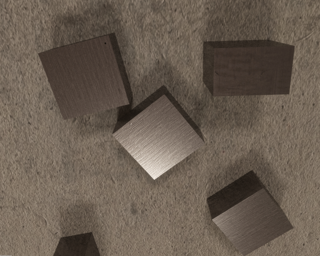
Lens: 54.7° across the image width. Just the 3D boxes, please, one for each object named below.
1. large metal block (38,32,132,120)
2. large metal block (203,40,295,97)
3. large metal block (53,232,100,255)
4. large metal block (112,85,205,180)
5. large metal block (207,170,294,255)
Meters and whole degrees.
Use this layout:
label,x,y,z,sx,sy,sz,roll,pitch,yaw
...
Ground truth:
label,x,y,z,sx,sy,sz,roll,pitch,yaw
large metal block,-0.084,-0.063,0.372,0.080,0.050,0.080,-13,110,4
large metal block,0.095,-0.072,0.356,0.081,0.080,0.050,-2,110,0
large metal block,-0.122,0.217,0.459,0.050,0.080,0.079,-11,110,4
large metal block,-0.001,0.005,0.398,0.080,0.050,0.080,-37,106,12
large metal block,0.126,0.121,0.443,0.080,0.050,0.080,-36,107,12
